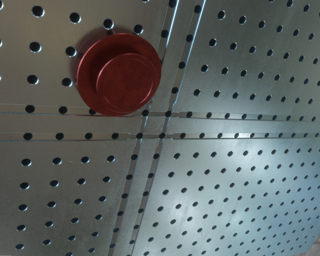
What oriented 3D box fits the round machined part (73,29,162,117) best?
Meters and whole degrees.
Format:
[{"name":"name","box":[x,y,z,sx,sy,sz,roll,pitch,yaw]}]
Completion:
[{"name":"round machined part","box":[-0.042,-0.056,0.344,0.099,0.042,0.097,-14,124,-21]}]
